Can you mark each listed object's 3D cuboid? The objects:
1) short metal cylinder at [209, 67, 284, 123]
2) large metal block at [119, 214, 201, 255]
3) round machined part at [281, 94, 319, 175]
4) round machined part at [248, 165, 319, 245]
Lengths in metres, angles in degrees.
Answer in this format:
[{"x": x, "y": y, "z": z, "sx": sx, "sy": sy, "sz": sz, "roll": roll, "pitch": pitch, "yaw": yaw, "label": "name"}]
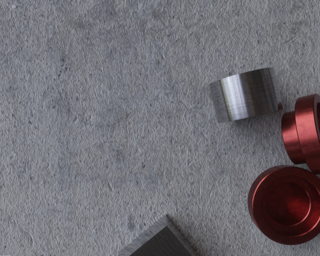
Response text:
[{"x": 0.106, "y": -0.039, "z": 0.384, "sx": 0.080, "sy": 0.080, "sz": 0.050, "roll": -13, "pitch": 90, "yaw": 0, "label": "short metal cylinder"}, {"x": 0.002, "y": 0.173, "z": 0.398, "sx": 0.080, "sy": 0.050, "sz": 0.080, "roll": -39, "pitch": 91, "yaw": 0, "label": "large metal block"}, {"x": 0.184, "y": 0.010, "z": 0.386, "sx": 0.042, "sy": 0.099, "sz": 0.097, "roll": -15, "pitch": 90, "yaw": 37, "label": "round machined part"}, {"x": 0.163, "y": 0.096, "z": 0.404, "sx": 0.099, "sy": 0.042, "sz": 0.097, "roll": 0, "pitch": 90, "yaw": -1, "label": "round machined part"}]
